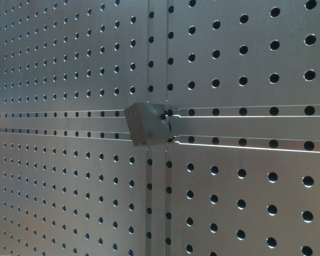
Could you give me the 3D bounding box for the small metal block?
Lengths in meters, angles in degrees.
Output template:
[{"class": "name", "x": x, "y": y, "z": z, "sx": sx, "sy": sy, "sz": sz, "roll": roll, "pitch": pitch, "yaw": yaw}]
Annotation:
[{"class": "small metal block", "x": -0.015, "y": -0.004, "z": 0.406, "sx": 0.025, "sy": 0.050, "sz": 0.050, "roll": -28, "pitch": 73, "yaw": 36}]
